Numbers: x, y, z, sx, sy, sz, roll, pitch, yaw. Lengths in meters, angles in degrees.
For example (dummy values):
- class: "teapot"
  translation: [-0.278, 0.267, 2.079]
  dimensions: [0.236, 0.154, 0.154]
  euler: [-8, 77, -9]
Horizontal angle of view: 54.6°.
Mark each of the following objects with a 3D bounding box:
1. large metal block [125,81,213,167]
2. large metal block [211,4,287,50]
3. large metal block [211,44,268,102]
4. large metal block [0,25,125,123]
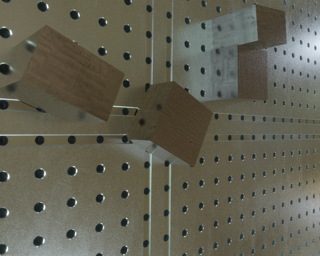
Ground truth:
- class: "large metal block"
  translation: [0.014, -0.003, 0.404]
  dimensions: [0.080, 0.050, 0.080]
  euler: [34, 69, -35]
- class: "large metal block"
  translation: [0.140, -0.152, 0.489]
  dimensions: [0.081, 0.080, 0.050]
  euler: [-9, 96, -40]
- class: "large metal block"
  translation: [0.129, -0.084, 0.499]
  dimensions: [0.081, 0.050, 0.080]
  euler: [-2, 92, -40]
- class: "large metal block"
  translation: [-0.095, -0.044, 0.293]
  dimensions: [0.080, 0.080, 0.050]
  euler: [28, 72, -36]
